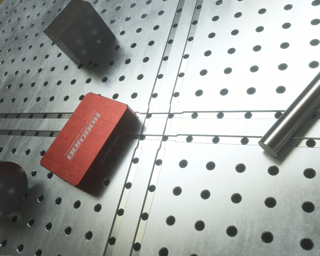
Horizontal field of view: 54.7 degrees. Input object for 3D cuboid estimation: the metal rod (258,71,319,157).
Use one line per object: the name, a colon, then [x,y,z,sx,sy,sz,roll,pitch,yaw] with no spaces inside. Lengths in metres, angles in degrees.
metal rod: [0.217,-0.087,0.347,0.300,0.025,0.025,-47,52,-6]

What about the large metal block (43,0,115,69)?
large metal block: [-0.140,-0.165,0.545,0.050,0.080,0.080,29,78,37]

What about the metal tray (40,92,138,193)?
metal tray: [-0.103,0.017,0.447,0.090,0.030,0.130,20,72,35]

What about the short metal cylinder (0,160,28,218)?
short metal cylinder: [-0.242,0.084,0.445,0.050,0.080,0.080,6,65,30]
